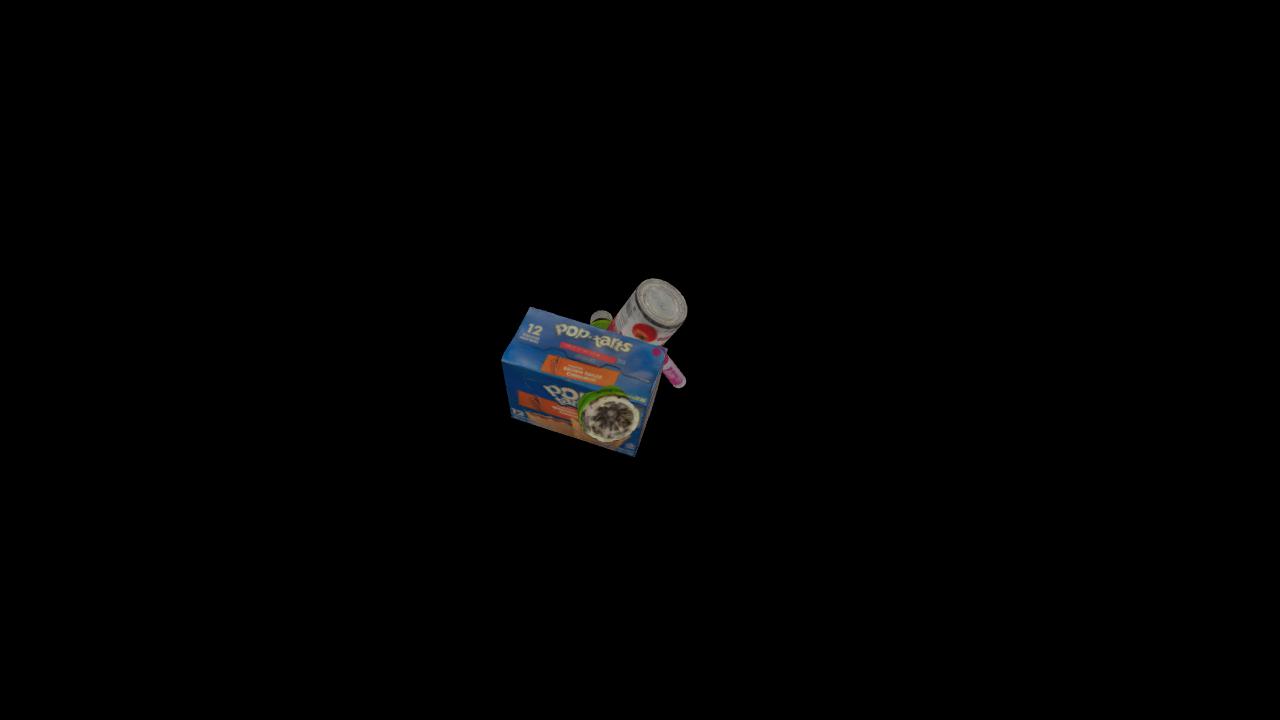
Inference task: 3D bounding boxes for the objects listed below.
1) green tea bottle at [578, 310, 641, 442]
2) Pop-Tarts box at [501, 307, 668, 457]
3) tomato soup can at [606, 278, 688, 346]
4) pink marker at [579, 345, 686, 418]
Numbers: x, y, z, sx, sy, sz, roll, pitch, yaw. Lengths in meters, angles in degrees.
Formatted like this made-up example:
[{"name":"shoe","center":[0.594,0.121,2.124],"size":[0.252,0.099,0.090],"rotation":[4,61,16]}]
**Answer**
[{"name":"green tea bottle","center":[-0.043,0.005,0.743],"size":[0.073,0.073,0.212],"rotation":[0,36,-9]},{"name":"Pop-Tarts box","center":[-0.066,0.030,0.729],"size":[0.167,0.083,0.141],"rotation":[17,-33,4]},{"name":"tomato soup can","center":[0.004,-0.040,0.720],"size":[0.068,0.068,0.101],"rotation":[0,-31,-31]},{"name":"pink marker","center":[0.034,0.009,0.734],"size":[0.020,0.020,0.121],"rotation":[0,-18,17]}]
